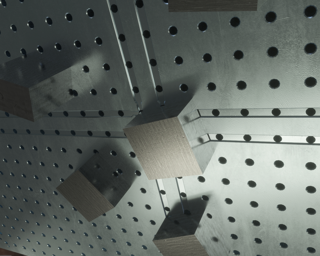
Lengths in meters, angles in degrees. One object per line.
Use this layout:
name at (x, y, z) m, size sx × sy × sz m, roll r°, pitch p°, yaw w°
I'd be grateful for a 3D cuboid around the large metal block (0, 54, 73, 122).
large metal block at (-0.182, -0.059, 0.433) m, size 0.080 × 0.080 × 0.050 m, roll 18°, pitch 125°, yaw 17°

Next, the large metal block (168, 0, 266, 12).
large metal block at (0.052, -0.150, 0.275) m, size 0.080 × 0.050 × 0.079 m, roll 8°, pitch 122°, yaw 23°

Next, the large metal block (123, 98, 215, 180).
large metal block at (0.013, 0.016, 0.397) m, size 0.080 × 0.050 × 0.080 m, roll -12°, pitch 112°, yaw 33°

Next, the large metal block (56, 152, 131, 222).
large metal block at (-0.111, 0.099, 0.512) m, size 0.080 × 0.050 × 0.080 m, roll 48°, pitch 129°, yaw -6°

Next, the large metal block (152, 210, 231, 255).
large metal block at (0.050, 0.181, 0.479) m, size 0.080 × 0.050 × 0.080 m, roll -24°, pitch 106°, yaw 36°
